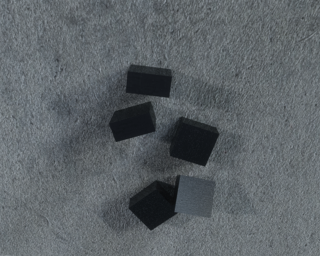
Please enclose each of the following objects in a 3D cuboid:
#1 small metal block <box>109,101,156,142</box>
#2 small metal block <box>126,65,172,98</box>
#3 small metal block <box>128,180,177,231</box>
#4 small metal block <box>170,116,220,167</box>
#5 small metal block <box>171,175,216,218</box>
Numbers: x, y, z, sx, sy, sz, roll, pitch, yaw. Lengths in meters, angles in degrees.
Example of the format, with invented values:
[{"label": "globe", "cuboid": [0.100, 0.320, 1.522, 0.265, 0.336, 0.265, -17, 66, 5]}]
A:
[{"label": "small metal block", "cuboid": [-0.033, -0.009, 0.393, 0.050, 0.050, 0.025, -15, 110, 5]}, {"label": "small metal block", "cuboid": [-0.013, -0.058, 0.375, 0.050, 0.050, 0.025, 7, 110, -3]}, {"label": "small metal block", "cuboid": [-0.009, 0.113, 0.451, 0.050, 0.025, 0.050, -37, 106, 12]}, {"label": "small metal block", "cuboid": [0.045, 0.018, 0.417, 0.050, 0.025, 0.050, 17, 109, -7]}, {"label": "small metal block", "cuboid": [0.046, 0.095, 0.432, 0.050, 0.025, 0.050, 12, 77, -7]}]
